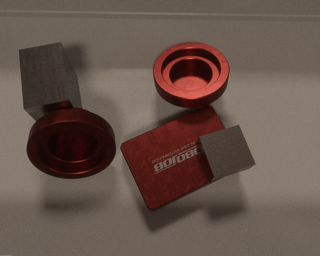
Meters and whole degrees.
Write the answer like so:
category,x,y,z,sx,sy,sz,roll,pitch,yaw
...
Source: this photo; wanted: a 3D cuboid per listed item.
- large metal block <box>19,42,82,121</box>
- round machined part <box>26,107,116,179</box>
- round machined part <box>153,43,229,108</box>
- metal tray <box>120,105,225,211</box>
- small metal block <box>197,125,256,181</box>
category,x,y,z,sx,sy,sz,roll,pitch,yaw
large metal block,-0.135,-0.049,0.396,0.050,0.080,0.080,-12,70,-5
round machined part,-0.104,0.014,0.371,0.099,0.097,0.042,-10,44,-4
round machined part,0.042,-0.066,0.418,0.099,0.042,0.098,-2,58,4
metal tray,0.027,0.037,0.394,0.131,0.030,0.090,-24,72,-9
small metal block,0.077,0.030,0.367,0.050,0.025,0.050,-16,71,-6
